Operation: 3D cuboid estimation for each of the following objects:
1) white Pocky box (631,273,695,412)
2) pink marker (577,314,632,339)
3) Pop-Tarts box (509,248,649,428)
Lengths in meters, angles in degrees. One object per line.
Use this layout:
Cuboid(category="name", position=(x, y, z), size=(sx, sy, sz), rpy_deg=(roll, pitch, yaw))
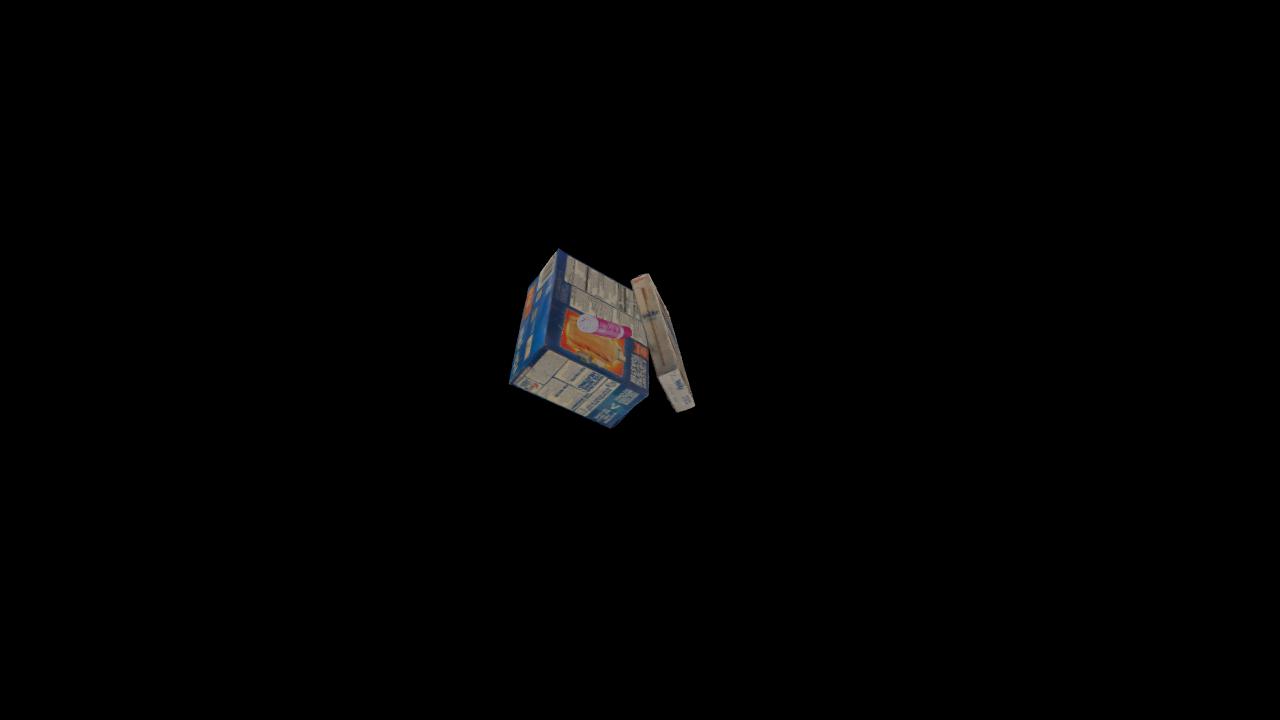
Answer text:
Cuboid(category="white Pocky box", position=(0.027, -0.022, 0.729), size=(0.028, 0.154, 0.084), rpy_deg=(-21, -39, 9))
Cuboid(category="pink marker", position=(-0.036, -0.035, 0.688), size=(0.020, 0.020, 0.121), rpy_deg=(0, -3, 20))
Cuboid(category="Pop-Tarts box", position=(-0.067, -0.026, 0.744), size=(0.141, 0.167, 0.083), rpy_deg=(26, -48, -26))
